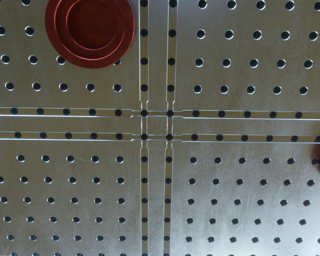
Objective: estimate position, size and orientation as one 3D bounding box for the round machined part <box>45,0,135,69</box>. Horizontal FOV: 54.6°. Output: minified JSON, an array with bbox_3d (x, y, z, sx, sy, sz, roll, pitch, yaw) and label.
[{"bbox_3d":[-0.077,-0.121,0.359,0.099,0.042,0.097,0,110,0],"label":"round machined part"}]

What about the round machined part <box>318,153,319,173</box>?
[{"bbox_3d":[0.275,0.049,0.424,0.099,0.042,0.097,0,110,0],"label":"round machined part"}]
